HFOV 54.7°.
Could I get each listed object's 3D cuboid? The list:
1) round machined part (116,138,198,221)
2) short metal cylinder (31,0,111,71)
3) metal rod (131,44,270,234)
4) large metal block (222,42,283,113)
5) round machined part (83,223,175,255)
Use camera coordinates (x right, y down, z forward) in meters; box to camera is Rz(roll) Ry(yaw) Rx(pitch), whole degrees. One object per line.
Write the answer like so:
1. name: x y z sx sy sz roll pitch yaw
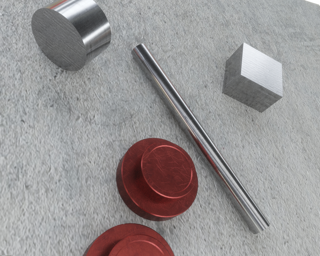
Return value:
1. round machined part: 0.003 0.055 0.361 0.099 0.042 0.098 14 56 -21
2. short metal cylinder: -0.108 -0.117 0.382 0.080 0.080 0.050 39 51 -2
3. metal rod: 0.049 0.006 0.426 0.025 0.025 0.299 -24 75 -37
4. large metal block: 0.157 -0.085 0.524 0.080 0.050 0.080 25 53 -13
5. round machined part: -0.025 0.140 0.294 0.099 0.042 0.098 14 56 -21
